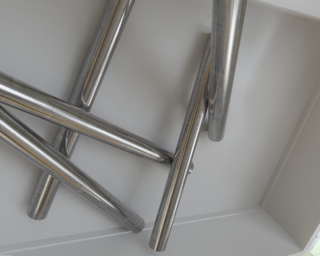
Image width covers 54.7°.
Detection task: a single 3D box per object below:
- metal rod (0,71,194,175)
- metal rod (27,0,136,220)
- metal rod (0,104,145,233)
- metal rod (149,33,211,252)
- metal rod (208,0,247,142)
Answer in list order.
[{"bbox_3d":[-0.052,0.010,0.360,0.301,0.025,0.025,28,103,-46],"label":"metal rod"},{"bbox_3d":[-0.091,-0.020,0.346,0.025,0.025,0.298,14,111,-34],"label":"metal rod"},{"bbox_3d":[-0.092,0.068,0.373,0.025,0.025,0.300,-38,138,-3],"label":"metal rod"},{"bbox_3d":[0.034,0.028,0.410,0.025,0.025,0.298,8,104,-32],"label":"metal rod"},{"bbox_3d":[0.065,-0.050,0.326,0.025,0.025,0.299,-33,156,-7],"label":"metal rod"}]
